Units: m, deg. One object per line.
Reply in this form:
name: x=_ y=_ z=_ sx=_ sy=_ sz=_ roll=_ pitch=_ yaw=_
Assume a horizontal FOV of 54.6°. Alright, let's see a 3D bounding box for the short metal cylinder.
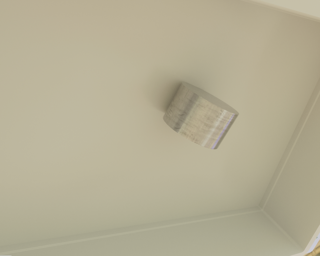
short metal cylinder: x=0.051 y=-0.016 z=0.390 sx=0.080 sy=0.080 sz=0.050 roll=17 pitch=109 yaw=-35
